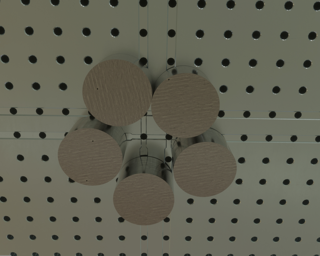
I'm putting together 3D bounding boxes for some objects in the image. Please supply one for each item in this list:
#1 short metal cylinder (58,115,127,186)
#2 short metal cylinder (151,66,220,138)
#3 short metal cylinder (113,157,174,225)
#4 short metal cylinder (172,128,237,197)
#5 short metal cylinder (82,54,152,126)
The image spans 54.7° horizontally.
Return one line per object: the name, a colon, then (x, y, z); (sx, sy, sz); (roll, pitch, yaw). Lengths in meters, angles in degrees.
short metal cylinder: (-0.087, 0.029, 0.409); (0.081, 0.050, 0.079); (0, 111, 0)
short metal cylinder: (0.030, -0.034, 0.387); (0.081, 0.050, 0.079); (0, 110, 0)
short metal cylinder: (-0.021, 0.086, 0.430); (0.081, 0.050, 0.079); (0, 110, 0)
short metal cylinder: (0.057, 0.045, 0.416); (0.081, 0.050, 0.079); (0, 112, 0)
short metal cylinder: (-0.049, -0.048, 0.381); (0.081, 0.050, 0.079); (0, 110, -1)
